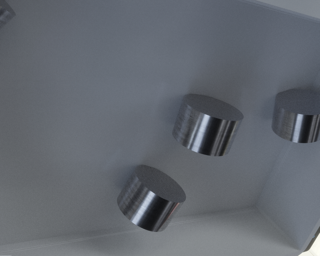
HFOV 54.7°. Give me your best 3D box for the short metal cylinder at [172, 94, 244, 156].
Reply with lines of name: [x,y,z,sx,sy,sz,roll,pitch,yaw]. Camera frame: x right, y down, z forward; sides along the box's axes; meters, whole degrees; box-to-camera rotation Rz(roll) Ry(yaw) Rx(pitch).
short metal cylinder: [0.062,-0.006,0.405,0.081,0.080,0.050,2,117,-30]

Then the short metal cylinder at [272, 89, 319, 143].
short metal cylinder: [0.219,-0.020,0.484,0.081,0.080,0.050,-18,126,-18]

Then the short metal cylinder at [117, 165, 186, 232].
short metal cylinder: [-0.012,0.095,0.427,0.080,0.080,0.050,21,107,-36]

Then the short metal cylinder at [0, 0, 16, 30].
short metal cylinder: [-0.157,-0.098,0.227,0.050,0.080,0.080,-43,130,1]
